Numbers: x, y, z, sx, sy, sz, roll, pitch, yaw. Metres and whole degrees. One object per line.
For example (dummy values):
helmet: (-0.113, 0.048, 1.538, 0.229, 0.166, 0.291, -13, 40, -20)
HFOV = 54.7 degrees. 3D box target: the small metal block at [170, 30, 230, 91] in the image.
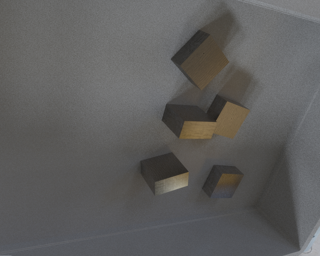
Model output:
small metal block: (0.050, -0.084, 0.386, 0.050, 0.025, 0.050, -46, 130, 4)

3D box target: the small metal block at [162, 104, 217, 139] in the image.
small metal block: (0.038, -0.009, 0.409, 0.050, 0.050, 0.025, 1, 118, -30)

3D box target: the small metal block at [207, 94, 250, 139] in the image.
small metal block: (0.095, -0.016, 0.453, 0.050, 0.025, 0.050, 15, 110, -35)

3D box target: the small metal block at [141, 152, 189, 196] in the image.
small metal block: (0.006, 0.064, 0.437, 0.050, 0.050, 0.025, -13, 124, -22)

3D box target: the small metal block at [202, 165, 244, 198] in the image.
small metal block: (0.107, 0.091, 0.526, 0.050, 0.025, 0.050, 9, 114, -33)
